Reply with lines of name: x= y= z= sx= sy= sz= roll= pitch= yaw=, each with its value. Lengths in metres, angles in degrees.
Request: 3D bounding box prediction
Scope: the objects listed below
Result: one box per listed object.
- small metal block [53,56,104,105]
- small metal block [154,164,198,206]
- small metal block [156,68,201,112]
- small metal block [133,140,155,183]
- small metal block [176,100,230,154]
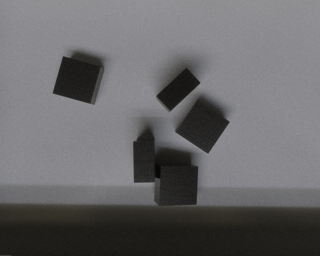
small metal block: x=-0.107 y=-0.062 z=0.410 sx=0.050 sy=0.025 sz=0.050 roll=16 pitch=90 yaw=0
small metal block: x=0.021 y=0.073 z=0.405 sx=0.050 sy=0.025 sz=0.050 roll=2 pitch=90 yaw=-16
small metal block: x=0.022 y=-0.047 z=0.399 sx=0.050 sy=0.050 sz=0.025 roll=-43 pitch=90 yaw=0
small metal block: x=-0.019 y=0.041 z=0.399 sx=0.025 sy=0.050 sz=0.050 roll=-1 pitch=90 yaw=0
small metal block: x=0.055 y=-0.001 z=0.412 sx=0.050 sy=0.025 sz=0.050 roll=34 pitch=90 yaw=0
